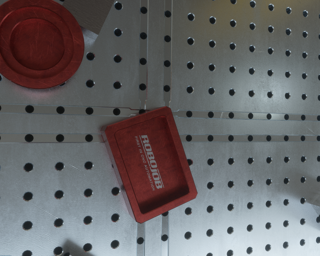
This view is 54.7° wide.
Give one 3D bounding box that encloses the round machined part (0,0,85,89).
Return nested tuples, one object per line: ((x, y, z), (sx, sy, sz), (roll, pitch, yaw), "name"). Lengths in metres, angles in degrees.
((-0.137, -0.093, 0.349), (0.099, 0.042, 0.097), (-2, 98, -16), "round machined part")

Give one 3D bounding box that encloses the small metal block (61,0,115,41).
((-0.091, -0.145, 0.379), (0.050, 0.025, 0.050), (25, 82, -19), "small metal block")

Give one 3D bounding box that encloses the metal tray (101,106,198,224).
((-0.013, 0.046, 0.406), (0.091, 0.030, 0.129), (-20, 97, -19), "metal tray")

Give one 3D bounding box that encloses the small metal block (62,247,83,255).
((-0.105, 0.183, 0.375), (0.050, 0.025, 0.050), (40, 77, -16), "small metal block")

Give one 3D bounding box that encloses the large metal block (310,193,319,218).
((0.310, 0.144, 0.501), (0.050, 0.080, 0.080), (-41, 103, -16), "large metal block")
